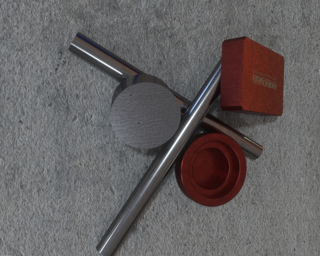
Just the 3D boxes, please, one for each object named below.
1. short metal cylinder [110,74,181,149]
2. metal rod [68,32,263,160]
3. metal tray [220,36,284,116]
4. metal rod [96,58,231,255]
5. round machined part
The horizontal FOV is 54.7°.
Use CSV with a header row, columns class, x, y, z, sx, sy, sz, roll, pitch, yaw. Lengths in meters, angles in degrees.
class,x,y,z,sx,sy,sz,roll,pitch,yaw
short metal cylinder,-0.019,-0.021,0.376,0.081,0.050,0.079,-3,111,-7
metal rod,0.021,-0.034,0.419,0.301,0.025,0.025,30,80,-18
metal tray,0.131,-0.064,0.426,0.131,0.030,0.089,2,89,-48
metal rod,0.014,0.030,0.397,0.025,0.025,0.300,35,85,-17
round machined part,0.066,0.055,0.426,0.099,0.042,0.097,0,90,-20
